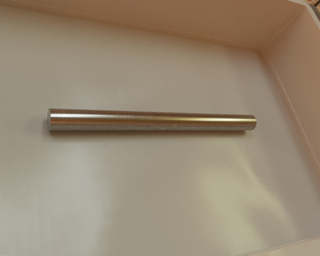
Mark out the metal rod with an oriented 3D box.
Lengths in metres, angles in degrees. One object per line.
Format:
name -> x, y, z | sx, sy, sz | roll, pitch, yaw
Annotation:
metal rod -> 0.010, -0.009, 0.415 | 0.303, 0.025, 0.025 | 0, 62, -28
